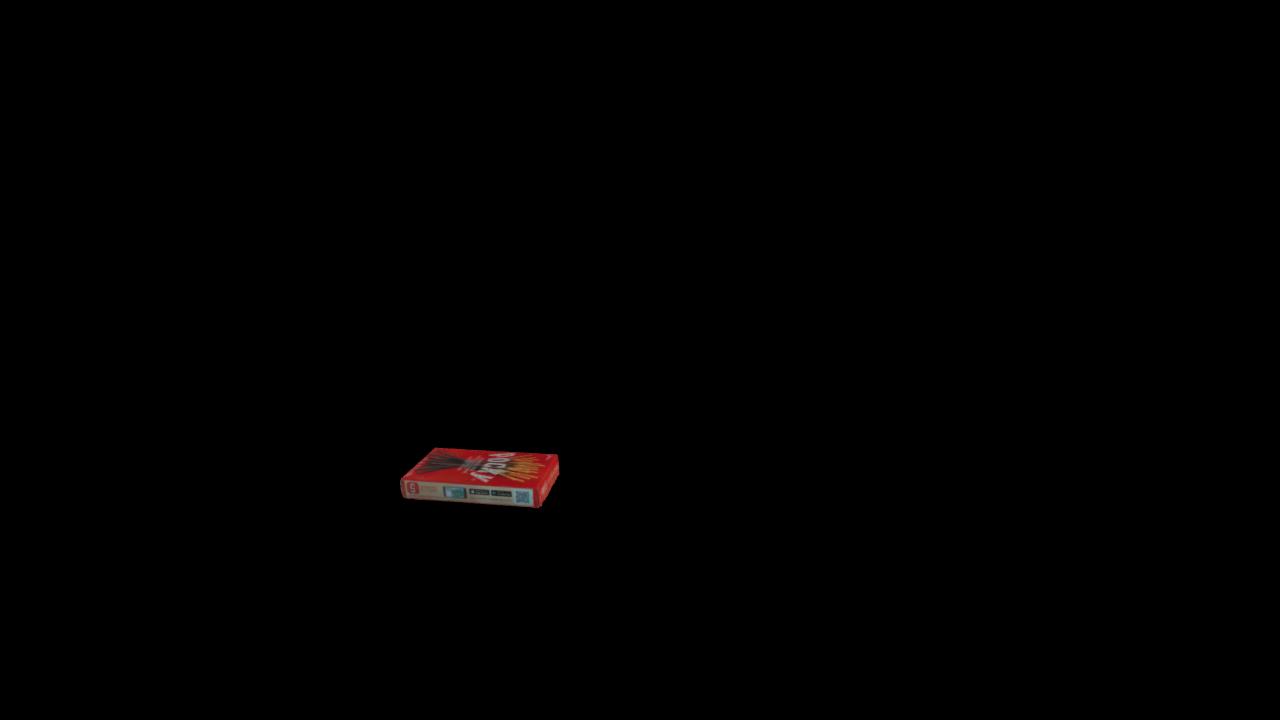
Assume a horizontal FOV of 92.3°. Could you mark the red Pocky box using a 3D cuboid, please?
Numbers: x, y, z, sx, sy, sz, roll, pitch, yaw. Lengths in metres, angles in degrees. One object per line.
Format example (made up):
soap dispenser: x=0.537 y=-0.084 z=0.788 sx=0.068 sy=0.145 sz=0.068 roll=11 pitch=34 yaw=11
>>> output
red Pocky box: x=-0.174 y=0.128 z=0.684 sx=0.155 sy=0.028 sz=0.083 roll=2 pitch=16 yaw=7
